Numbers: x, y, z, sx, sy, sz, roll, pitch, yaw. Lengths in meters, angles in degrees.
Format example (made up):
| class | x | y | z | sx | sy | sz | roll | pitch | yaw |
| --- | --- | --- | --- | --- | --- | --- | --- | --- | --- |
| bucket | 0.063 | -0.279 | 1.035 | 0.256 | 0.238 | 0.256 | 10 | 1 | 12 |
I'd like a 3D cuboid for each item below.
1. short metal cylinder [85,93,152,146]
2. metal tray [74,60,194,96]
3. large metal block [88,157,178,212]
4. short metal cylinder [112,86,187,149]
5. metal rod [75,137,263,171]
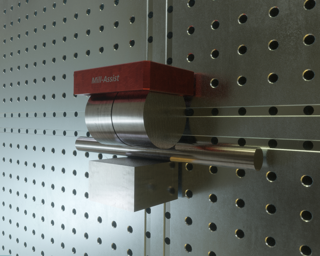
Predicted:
| class | x | y | z | sx | sy | sz | roll | pitch | yaw |
| --- | --- | --- | --- | --- | --- | --- | --- | --- | --- |
| short metal cylinder | -0.051 | -0.016 | 0.412 | 0.050 | 0.081 | 0.079 | 1 | 91 | 40 |
| metal tray | -0.034 | -0.056 | 0.390 | 0.130 | 0.091 | 0.030 | 2 | 91 | 40 |
| large metal block | -0.033 | 0.067 | 0.395 | 0.080 | 0.081 | 0.050 | 1 | 91 | 40 |
| short metal cylinder | -0.011 | -0.016 | 0.379 | 0.050 | 0.081 | 0.079 | 2 | 92 | 40 |
| metal rod | -0.014 | 0.029 | 0.415 | 0.300 | 0.025 | 0.025 | 2 | 91 | 40 |
